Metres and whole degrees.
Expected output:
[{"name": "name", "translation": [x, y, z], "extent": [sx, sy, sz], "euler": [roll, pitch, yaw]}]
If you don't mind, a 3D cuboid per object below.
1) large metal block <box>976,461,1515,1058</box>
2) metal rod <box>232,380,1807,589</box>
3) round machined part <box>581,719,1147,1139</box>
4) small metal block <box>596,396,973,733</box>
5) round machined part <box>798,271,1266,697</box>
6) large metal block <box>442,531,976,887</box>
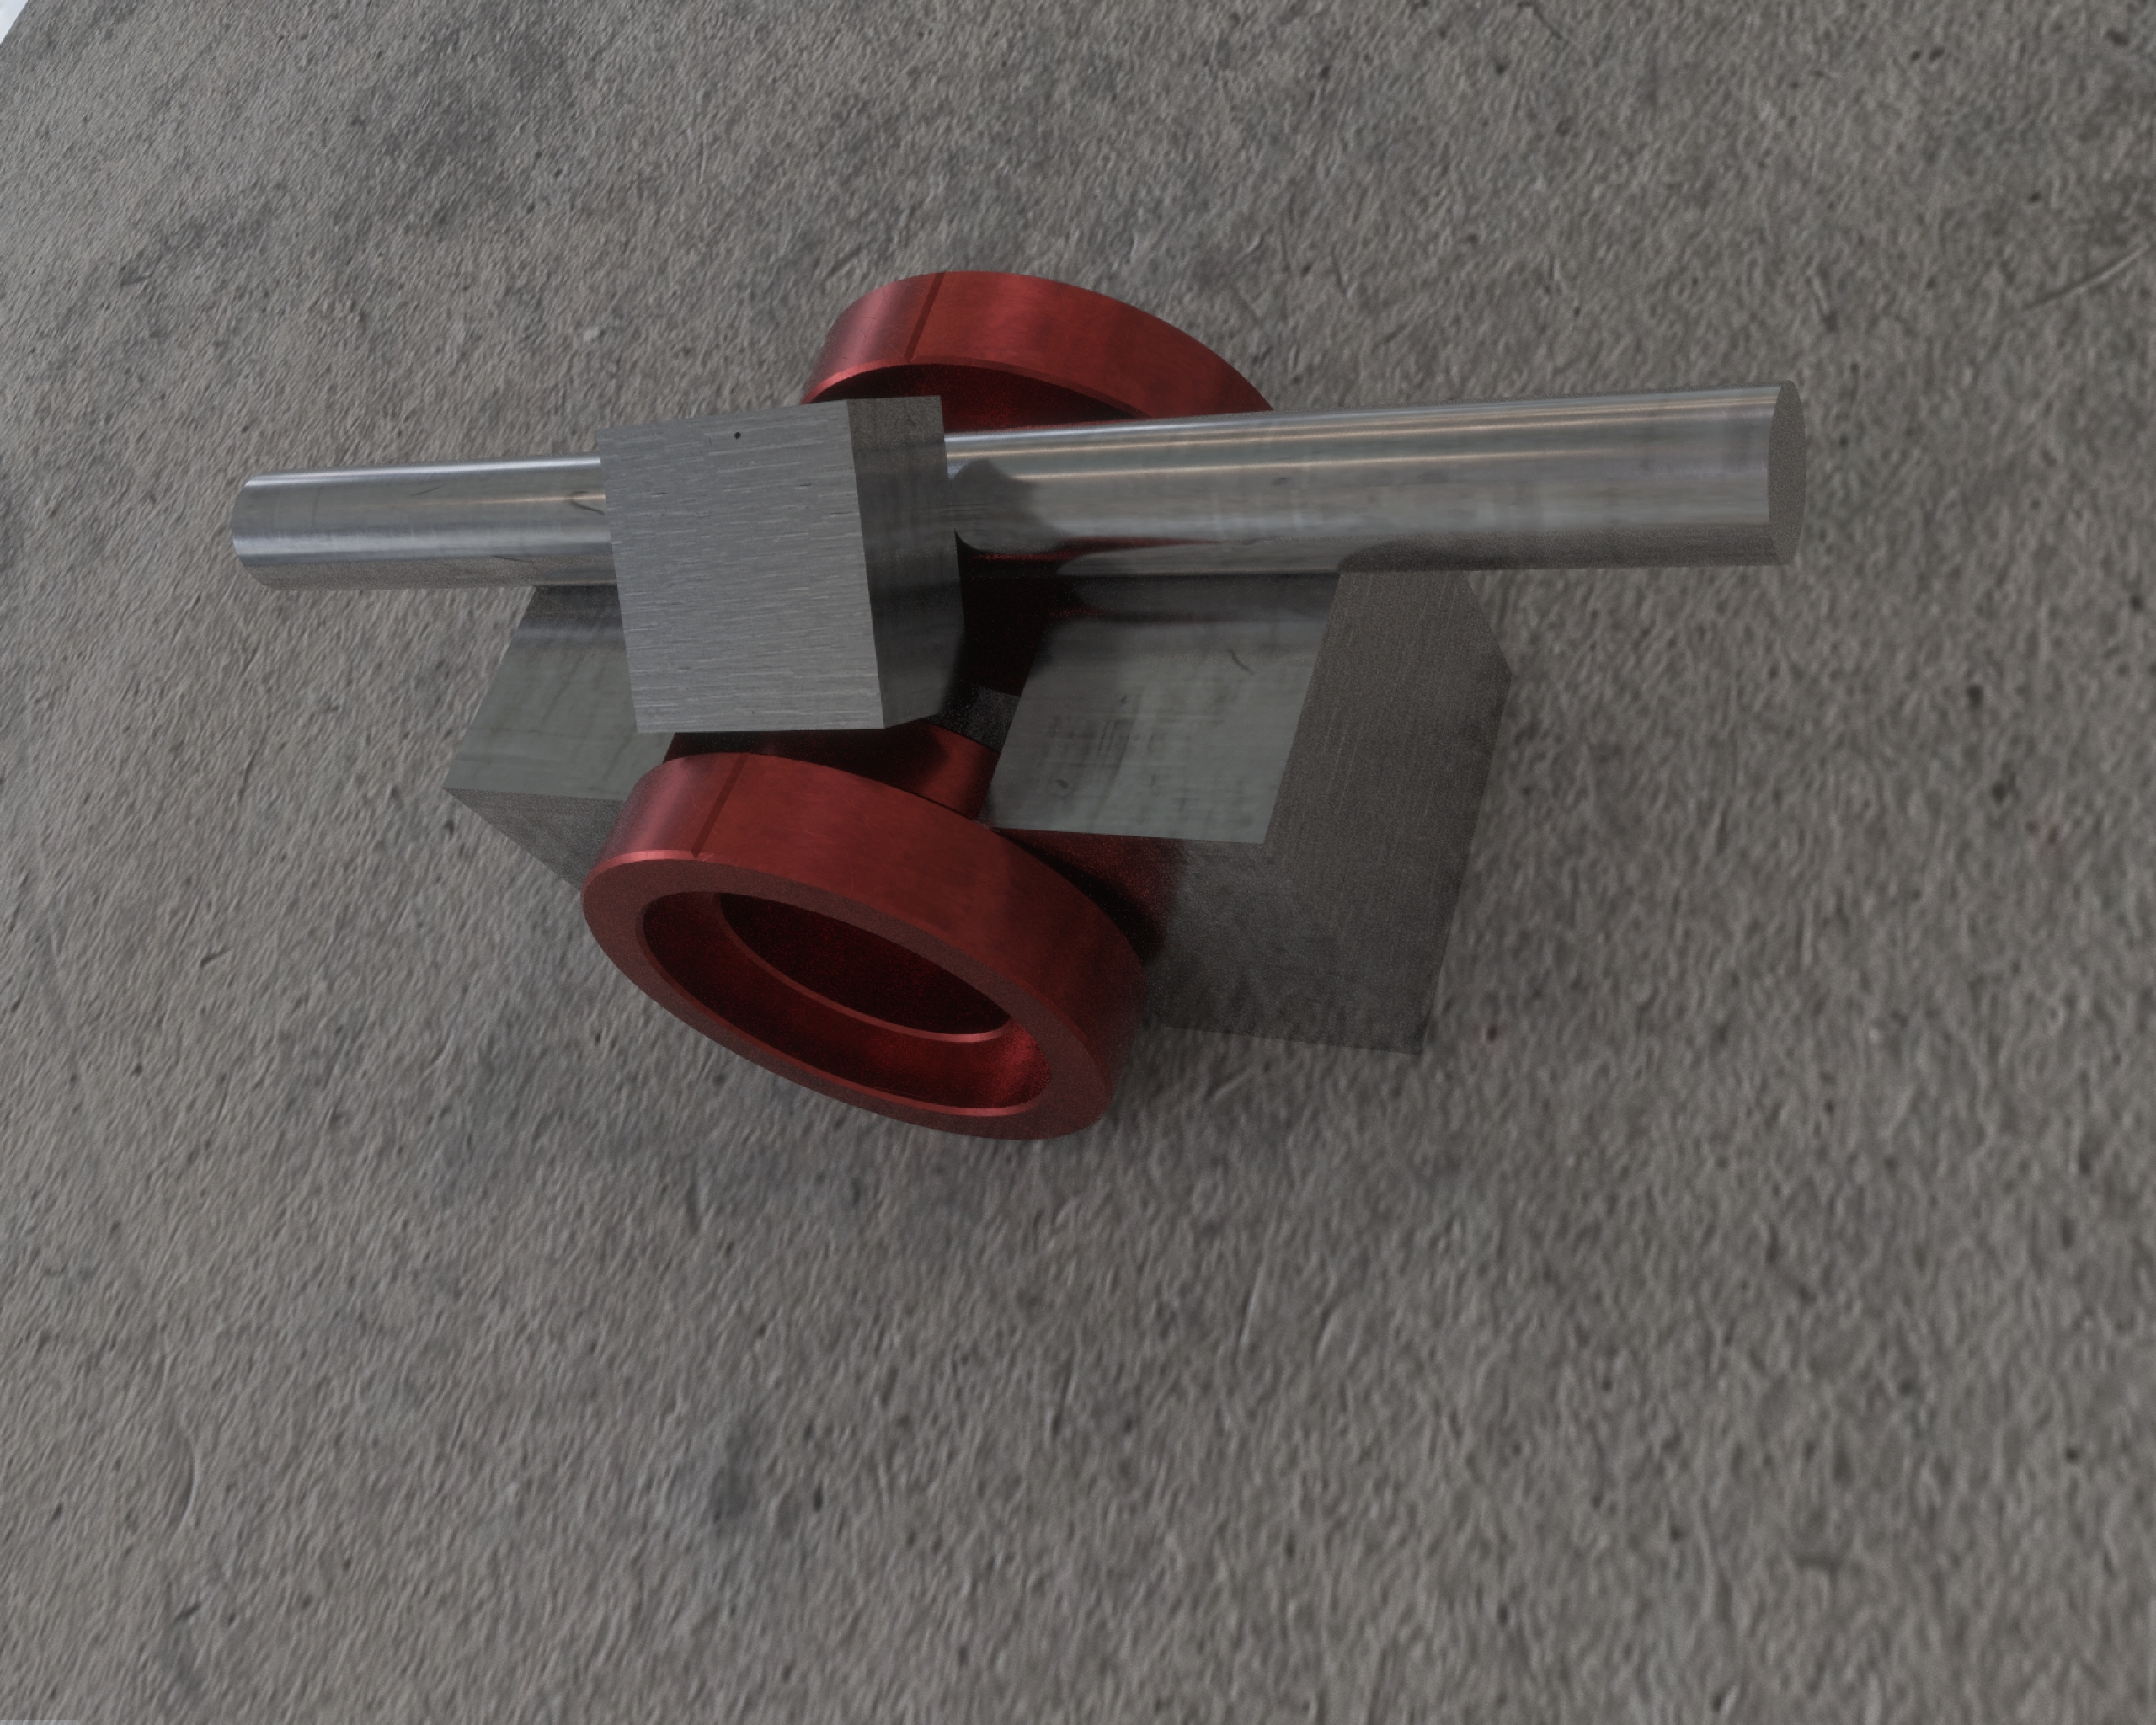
[{"name": "large metal block", "translation": [0.034, -0.021, 0.365], "extent": [0.050, 0.080, 0.080], "euler": [4, 64, 30]}, {"name": "metal rod", "translation": [-0.034, -0.061, 0.358], "extent": [0.300, 0.025, 0.025], "euler": [3, 63, 29]}, {"name": "round machined part", "translation": [-0.034, 0.008, 0.371], "extent": [0.098, 0.098, 0.042], "euler": [5, 59, 30]}, {"name": "small metal block", "translation": [-0.048, -0.048, 0.340], "extent": [0.050, 0.025, 0.050], "euler": [1, 103, 30]}, {"name": "round machined part", "translation": [-0.009, -0.065, 0.404], "extent": [0.098, 0.098, 0.042], "euler": [4, 65, 30]}, {"name": "large metal block", "translation": [-0.069, -0.029, 0.424], "extent": [0.050, 0.080, 0.080], "euler": [5, 64, 30]}]
